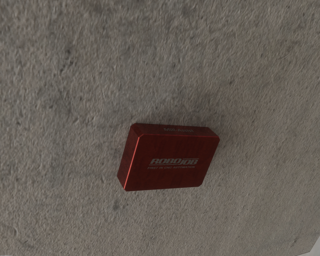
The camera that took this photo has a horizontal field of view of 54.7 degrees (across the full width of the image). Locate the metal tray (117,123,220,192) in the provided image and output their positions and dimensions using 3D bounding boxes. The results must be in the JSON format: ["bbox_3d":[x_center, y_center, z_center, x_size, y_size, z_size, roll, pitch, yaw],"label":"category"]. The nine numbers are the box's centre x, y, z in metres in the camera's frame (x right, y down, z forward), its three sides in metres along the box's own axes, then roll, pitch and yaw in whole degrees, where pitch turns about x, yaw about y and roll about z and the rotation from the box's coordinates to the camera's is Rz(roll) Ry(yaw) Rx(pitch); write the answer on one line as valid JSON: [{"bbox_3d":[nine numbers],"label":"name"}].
[{"bbox_3d":[0.013,0.042,0.439,0.131,0.030,0.089,3,117,-30],"label":"metal tray"}]
